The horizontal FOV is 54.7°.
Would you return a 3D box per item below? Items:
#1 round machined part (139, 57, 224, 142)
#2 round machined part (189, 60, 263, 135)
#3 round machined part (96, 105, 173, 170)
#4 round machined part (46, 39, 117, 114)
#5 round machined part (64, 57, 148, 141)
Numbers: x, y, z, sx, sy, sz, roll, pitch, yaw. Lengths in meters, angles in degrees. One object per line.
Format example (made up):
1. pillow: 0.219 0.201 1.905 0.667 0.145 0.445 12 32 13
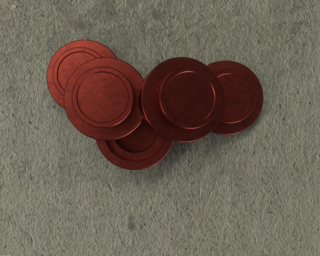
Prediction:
1. round machined part: 0.028 -0.033 0.351 0.099 0.042 0.097 0 89 -14
2. round machined part: 0.086 -0.040 0.403 0.099 0.042 0.097 0 90 -1
3. round machined part: -0.031 0.003 0.402 0.099 0.042 0.097 0 90 -1
4. round machined part: -0.098 -0.066 0.401 0.099 0.042 0.097 0 90 -1
5. round machined part: -0.063 -0.034 0.359 0.099 0.042 0.097 0 90 -1
